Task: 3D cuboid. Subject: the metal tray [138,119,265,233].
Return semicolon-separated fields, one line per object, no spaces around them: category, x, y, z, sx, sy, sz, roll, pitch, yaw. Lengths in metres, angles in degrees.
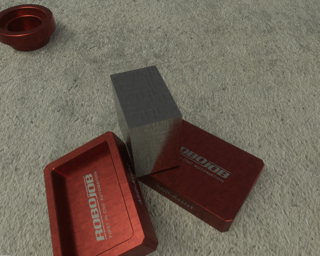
metal tray;0.041;0.047;0.361;0.130;0.030;0.090;28;55;21

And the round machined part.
round machined part;-0.229;-0.168;0.530;0.099;0.042;0.098;0;50;0

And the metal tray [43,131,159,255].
metal tray;-0.065;0.076;0.313;0.090;0.030;0.130;-29;52;6

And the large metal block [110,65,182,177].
large metal block;-0.015;-0.007;0.334;0.050;0.080;0.080;-15;50;-11
